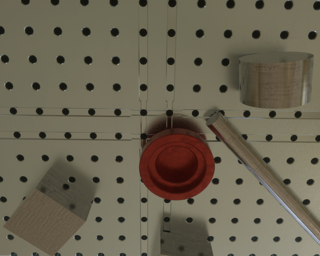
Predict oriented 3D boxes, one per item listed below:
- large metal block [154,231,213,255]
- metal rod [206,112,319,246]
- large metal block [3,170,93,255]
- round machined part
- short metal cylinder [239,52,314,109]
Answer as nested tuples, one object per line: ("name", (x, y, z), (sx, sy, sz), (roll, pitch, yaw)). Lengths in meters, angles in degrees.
("large metal block", (0.032, 0.215, 0.479), (0.081, 0.050, 0.079), (11, 110, -4))
("metal rod", (0.173, 0.090, 0.448), (0.025, 0.025, 0.300), (-41, 105, 13))
("large metal block", (-0.157, 0.122, 0.443), (0.080, 0.050, 0.080), (39, 105, -13))
("round machined part", (0.022, 0.045, 0.421), (0.099, 0.042, 0.097), (0, 110, 0))
("short metal cylinder", (0.135, -0.058, 0.364), (0.080, 0.080, 0.050), (-5, 110, 2))
